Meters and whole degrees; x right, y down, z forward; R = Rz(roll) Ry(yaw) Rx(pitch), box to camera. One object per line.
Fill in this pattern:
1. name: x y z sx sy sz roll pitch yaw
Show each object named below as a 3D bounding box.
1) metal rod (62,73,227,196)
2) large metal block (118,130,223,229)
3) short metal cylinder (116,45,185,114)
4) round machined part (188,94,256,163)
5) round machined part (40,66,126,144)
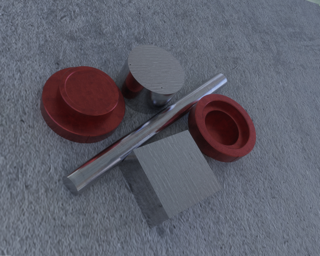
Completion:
1. metal rod: 0.003 -0.009 0.413 0.025 0.025 0.302 49 51 6
2. large metal block: 0.011 0.058 0.361 0.081 0.050 0.080 -19 72 -35
3. short metal cylinder: -0.014 -0.065 0.421 0.081 0.050 0.080 14 56 -21
4. round machined part: 0.082 0.004 0.436 0.099 0.042 0.098 14 56 -21
5. round machined part: -0.087 -0.034 0.368 0.099 0.042 0.098 14 56 -21
